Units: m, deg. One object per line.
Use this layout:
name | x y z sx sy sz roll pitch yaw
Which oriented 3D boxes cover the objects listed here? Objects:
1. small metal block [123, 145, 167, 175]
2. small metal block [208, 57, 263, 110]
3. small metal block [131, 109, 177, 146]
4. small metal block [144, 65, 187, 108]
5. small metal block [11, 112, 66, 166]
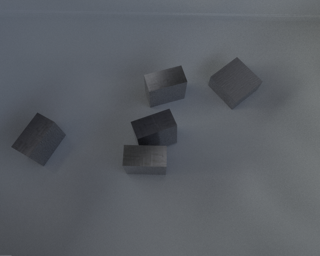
small metal block | -0.017 0.040 0.381 0.050 0.050 0.025 1 71 0
small metal block | 0.105 -0.063 0.434 0.050 0.025 0.050 -37 75 -13
small metal block | -0.006 0.006 0.393 0.050 0.050 0.025 -19 63 -7
small metal block | 0.007 -0.055 0.416 0.050 0.050 0.025 -16 71 -6
small metal block | -0.150 0.016 0.389 0.025 0.050 0.050 28 72 9
